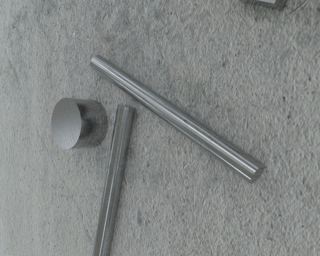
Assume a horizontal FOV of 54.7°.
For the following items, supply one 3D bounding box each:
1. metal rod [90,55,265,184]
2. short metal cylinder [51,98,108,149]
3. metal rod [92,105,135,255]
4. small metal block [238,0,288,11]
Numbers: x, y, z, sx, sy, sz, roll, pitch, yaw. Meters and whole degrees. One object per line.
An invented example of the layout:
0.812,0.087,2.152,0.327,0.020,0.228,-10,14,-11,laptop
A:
0.001,-0.027,0.403,0.300,0.025,0.025,37,113,33,metal rod
-0.129,-0.007,0.496,0.080,0.050,0.080,0,90,40,short metal cylinder
-0.076,0.113,0.467,0.025,0.025,0.298,18,101,38,metal rod
0.109,-0.153,0.315,0.050,0.025,0.050,30,109,36,small metal block
